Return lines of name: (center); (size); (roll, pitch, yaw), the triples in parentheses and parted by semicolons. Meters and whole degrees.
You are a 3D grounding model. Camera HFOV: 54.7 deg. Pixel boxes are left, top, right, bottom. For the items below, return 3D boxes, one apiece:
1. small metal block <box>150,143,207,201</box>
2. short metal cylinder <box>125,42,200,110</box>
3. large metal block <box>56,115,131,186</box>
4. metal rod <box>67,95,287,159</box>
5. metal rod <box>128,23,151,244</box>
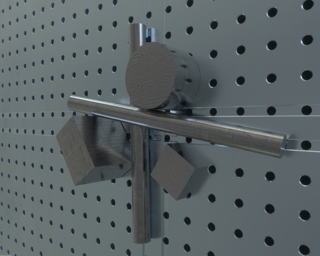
small metal block: (0.022, 0.054, 0.390); (0.050, 0.025, 0.050); (40, 114, 32)
short metal cylinder: (0.003, -0.063, 0.389); (0.080, 0.050, 0.079); (0, 90, 39)
large metal block: (-0.089, 0.030, 0.443); (0.050, 0.081, 0.080); (-42, 65, 32)
metal rod: (-0.003, -0.010, 0.385); (0.300, 0.025, 0.025); (13, 98, 31)
metal rod: (-0.028, 0.007, 0.431); (0.025, 0.025, 0.298); (-2, 89, 39)
